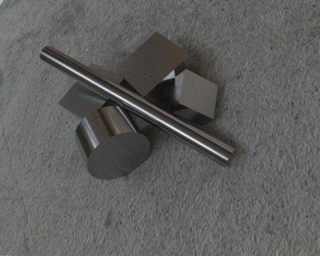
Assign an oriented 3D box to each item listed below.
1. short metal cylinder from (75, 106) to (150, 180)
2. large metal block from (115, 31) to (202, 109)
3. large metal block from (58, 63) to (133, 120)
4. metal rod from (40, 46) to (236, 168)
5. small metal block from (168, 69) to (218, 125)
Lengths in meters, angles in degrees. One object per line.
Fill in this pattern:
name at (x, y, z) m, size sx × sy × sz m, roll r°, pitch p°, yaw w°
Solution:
short metal cylinder at (-0.060, 0.019, 0.389) m, size 0.080 × 0.080 × 0.050 m, roll -38°, pitch 51°, yaw 3°
large metal block at (-0.002, -0.076, 0.434) m, size 0.080 × 0.050 × 0.080 m, roll -43°, pitch 51°, yaw -2°
large metal block at (-0.089, -0.041, 0.461) m, size 0.080 × 0.050 × 0.080 m, roll 28°, pitch 77°, yaw 37°
metal rod at (-0.043, -0.037, 0.398) m, size 0.300 × 0.025 × 0.025 m, roll 30°, pitch 78°, yaw 21°
small metal block at (0.042, -0.038, 0.388) m, size 0.025 × 0.050 × 0.050 m, roll -32°, pitch 40°, yaw 56°
